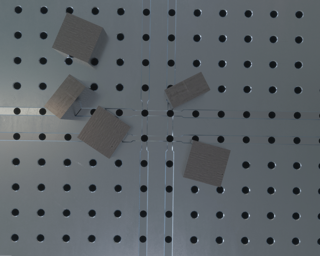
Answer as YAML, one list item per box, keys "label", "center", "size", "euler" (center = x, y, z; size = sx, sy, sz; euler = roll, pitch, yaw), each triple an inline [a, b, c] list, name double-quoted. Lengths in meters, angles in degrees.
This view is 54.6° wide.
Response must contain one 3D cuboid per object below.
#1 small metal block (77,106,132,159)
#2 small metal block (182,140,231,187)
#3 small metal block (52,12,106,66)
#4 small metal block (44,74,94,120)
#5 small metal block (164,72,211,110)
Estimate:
- label: "small metal block"
  center: [-0.072, 0.005, 0.413]
  size: [0.050, 0.025, 0.050]
  euler: [34, 90, 0]
- label: "small metal block"
  center: [0.061, 0.046, 0.414]
  size: [0.050, 0.025, 0.050]
  euler: [15, 90, 0]
- label: "small metal block"
  center: [-0.107, -0.117, 0.413]
  size: [0.050, 0.025, 0.050]
  euler: [23, 90, 0]
- label: "small metal block"
  center: [-0.115, -0.038, 0.400]
  size: [0.025, 0.050, 0.050]
  euler: [38, 90, 0]
- label: "small metal block"
  center: [0.033, -0.046, 0.401]
  size: [0.050, 0.050, 0.025]
  euler: [-27, 90, 0]
